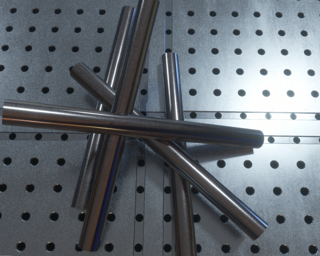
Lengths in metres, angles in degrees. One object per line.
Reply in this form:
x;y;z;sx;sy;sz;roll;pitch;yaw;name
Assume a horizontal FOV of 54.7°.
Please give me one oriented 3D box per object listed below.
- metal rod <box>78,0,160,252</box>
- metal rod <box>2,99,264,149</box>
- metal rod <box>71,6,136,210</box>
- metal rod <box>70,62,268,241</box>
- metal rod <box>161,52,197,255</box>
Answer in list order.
-0.048;-0.006;0.363;0.025;0.025;0.298;14;89;4;metal rod
-0.009;0.000;0.351;0.302;0.025;0.025;6;69;-23;metal rod
-0.071;-0.041;0.425;0.025;0.025;0.299;9;70;3;metal rod
0.001;0.019;0.377;0.300;0.025;0.025;41;75;13;metal rod
0.023;0.037;0.398;0.025;0.025;0.299;-3;70;-2;metal rod
